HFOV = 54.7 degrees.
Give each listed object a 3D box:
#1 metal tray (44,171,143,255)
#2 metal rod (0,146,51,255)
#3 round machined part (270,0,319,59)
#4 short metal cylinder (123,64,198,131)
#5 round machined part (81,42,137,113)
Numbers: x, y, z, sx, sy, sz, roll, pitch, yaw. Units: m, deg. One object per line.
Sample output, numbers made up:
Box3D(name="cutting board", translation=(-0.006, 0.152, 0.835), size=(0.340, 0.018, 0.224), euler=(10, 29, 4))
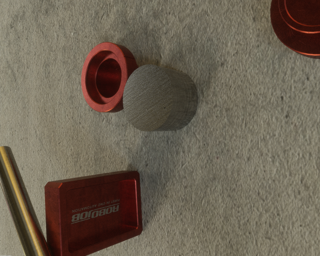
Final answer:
Box3D(name="metal tray", translation=(-0.080, 0.107, 0.400), size=(0.030, 0.131, 0.089), euler=(-6, 87, 40))
Box3D(name="metal rod", translation=(-0.133, 0.145, 0.342), size=(0.025, 0.025, 0.299), euler=(-48, 62, 29))
Box3D(name="round machined part", translation=(0.146, -0.113, 0.273), size=(0.098, 0.042, 0.097), euler=(0, 90, 39))
Box3D(name="short metal cylinder", translation=(0.000, -0.036, 0.387), size=(0.080, 0.050, 0.079), euler=(0, 90, 39))
Box3D(name="round machined part", translation=(-0.066, -0.071, 0.446), size=(0.098, 0.042, 0.097), euler=(0, 90, 39))
